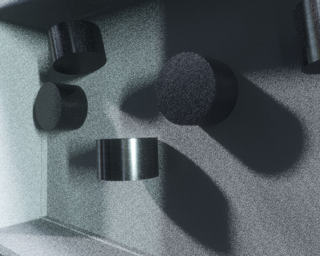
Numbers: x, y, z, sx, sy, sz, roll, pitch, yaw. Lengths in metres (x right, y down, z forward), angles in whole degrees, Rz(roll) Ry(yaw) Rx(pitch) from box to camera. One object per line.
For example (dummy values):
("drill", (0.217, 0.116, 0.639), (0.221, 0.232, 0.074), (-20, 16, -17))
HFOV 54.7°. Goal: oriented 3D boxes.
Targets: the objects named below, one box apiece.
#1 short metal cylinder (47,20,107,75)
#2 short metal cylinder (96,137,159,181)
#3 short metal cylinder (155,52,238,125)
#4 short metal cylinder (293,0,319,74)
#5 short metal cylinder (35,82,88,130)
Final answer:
("short metal cylinder", (-0.127, -0.121, 0.476), (0.080, 0.081, 0.050), (-22, 77, 38))
("short metal cylinder", (-0.043, 0.039, 0.406), (0.080, 0.081, 0.050), (-3, 88, 40))
("short metal cylinder", (0.042, -0.043, 0.356), (0.080, 0.050, 0.080), (0, 90, 40))
("short metal cylinder", (0.152, -0.078, 0.245), (0.080, 0.081, 0.050), (-10, 84, 39))
("short metal cylinder", (-0.169, -0.036, 0.530), (0.080, 0.050, 0.080), (0, 90, 40))
